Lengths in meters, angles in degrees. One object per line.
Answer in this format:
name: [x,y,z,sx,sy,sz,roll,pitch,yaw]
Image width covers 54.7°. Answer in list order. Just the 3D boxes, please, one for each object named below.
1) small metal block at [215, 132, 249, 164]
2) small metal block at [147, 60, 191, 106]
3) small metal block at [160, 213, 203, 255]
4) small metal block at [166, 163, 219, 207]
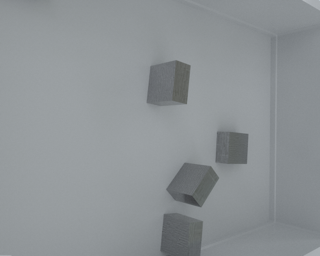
small metal block: [0.118,0.033,0.505,0.050,0.025,0.050,6,86,-40]
small metal block: [0.010,-0.056,0.399,0.025,0.050,0.050,10,84,-40]
small metal block: [0.029,0.145,0.414,0.025,0.050,0.050,9,84,-40]
small metal block: [0.045,0.077,0.428,0.050,0.050,0.025,-51,120,-28]
